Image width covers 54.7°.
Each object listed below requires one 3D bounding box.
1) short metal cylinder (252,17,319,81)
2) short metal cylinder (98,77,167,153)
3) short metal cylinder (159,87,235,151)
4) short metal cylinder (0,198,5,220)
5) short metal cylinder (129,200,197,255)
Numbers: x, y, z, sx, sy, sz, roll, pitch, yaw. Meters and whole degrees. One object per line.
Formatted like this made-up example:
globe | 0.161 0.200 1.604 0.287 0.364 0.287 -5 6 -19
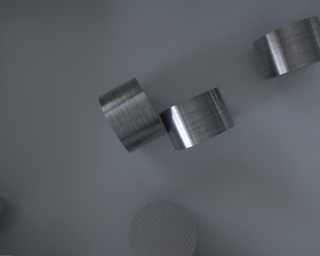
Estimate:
short metal cylinder | 0.163 -0.096 0.386 0.080 0.080 0.050 -19 90 0
short metal cylinder | -0.033 -0.016 0.384 0.050 0.080 0.080 -29 90 0
short metal cylinder | 0.045 -0.011 0.385 0.080 0.080 0.050 -24 90 0
short metal cylinder | -0.242 0.112 0.381 0.080 0.080 0.050 19 90 -1
short metal cylinder | 0.003 0.133 0.389 0.081 0.050 0.080 1 74 -2
